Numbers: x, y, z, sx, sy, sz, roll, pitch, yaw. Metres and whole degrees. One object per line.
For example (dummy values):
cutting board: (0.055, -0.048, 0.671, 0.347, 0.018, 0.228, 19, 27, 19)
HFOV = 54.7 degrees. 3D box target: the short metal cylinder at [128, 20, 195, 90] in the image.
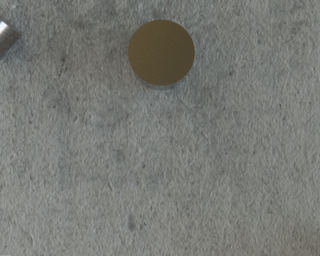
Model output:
short metal cylinder: (0.002, -0.091, 0.397, 0.081, 0.050, 0.079, 0, 90, -1)

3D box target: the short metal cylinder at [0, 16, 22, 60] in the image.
short metal cylinder: (-0.221, -0.124, 0.380, 0.080, 0.080, 0.050, 41, 90, -1)
